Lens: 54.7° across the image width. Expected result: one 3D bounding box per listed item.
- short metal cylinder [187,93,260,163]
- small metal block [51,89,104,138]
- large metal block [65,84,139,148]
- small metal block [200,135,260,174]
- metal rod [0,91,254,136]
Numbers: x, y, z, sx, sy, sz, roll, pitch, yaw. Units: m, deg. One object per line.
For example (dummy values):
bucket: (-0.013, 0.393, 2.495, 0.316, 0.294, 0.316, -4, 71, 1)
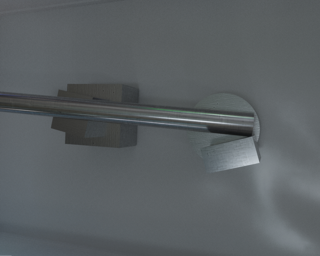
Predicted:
short metal cylinder: (0.077, 0.001, 0.368, 0.080, 0.050, 0.079, 0, 90, 19)
small metal block: (-0.104, -0.018, 0.391, 0.050, 0.025, 0.050, 14, 94, 19)
large metal block: (-0.078, -0.017, 0.420, 0.080, 0.050, 0.079, 3, 91, 19)
small metal block: (0.073, 0.026, 0.315, 0.050, 0.050, 0.025, -15, 85, 19)
metal rod: (-0.051, -0.018, 0.351, 0.301, 0.025, 0.025, 6, 92, 11)
